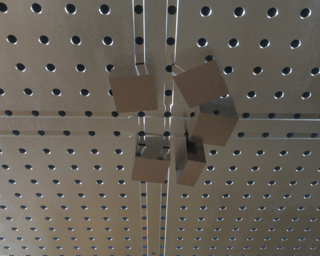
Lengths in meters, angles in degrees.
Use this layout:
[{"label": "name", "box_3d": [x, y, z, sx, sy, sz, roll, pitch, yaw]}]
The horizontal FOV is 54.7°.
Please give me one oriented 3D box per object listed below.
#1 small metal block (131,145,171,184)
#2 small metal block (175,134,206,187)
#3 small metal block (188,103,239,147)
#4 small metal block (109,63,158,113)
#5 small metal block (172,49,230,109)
[{"label": "small metal block", "box_3d": [-0.014, 0.054, 0.458, 0.050, 0.025, 0.050, 7, 130, -7]}, {"label": "small metal block", "box_3d": [0.042, 0.046, 0.435, 0.025, 0.050, 0.050, 11, 129, -10]}, {"label": "small metal block", "box_3d": [0.069, -0.005, 0.409, 0.050, 0.025, 0.050, 9, 130, -8]}, {"label": "small metal block", "box_3d": [-0.030, -0.047, 0.371, 0.050, 0.025, 0.050, -5, 130, 3]}, {"label": "small metal block", "box_3d": [0.048, -0.057, 0.364, 0.050, 0.025, 0.050, -21, 128, 16]}]
